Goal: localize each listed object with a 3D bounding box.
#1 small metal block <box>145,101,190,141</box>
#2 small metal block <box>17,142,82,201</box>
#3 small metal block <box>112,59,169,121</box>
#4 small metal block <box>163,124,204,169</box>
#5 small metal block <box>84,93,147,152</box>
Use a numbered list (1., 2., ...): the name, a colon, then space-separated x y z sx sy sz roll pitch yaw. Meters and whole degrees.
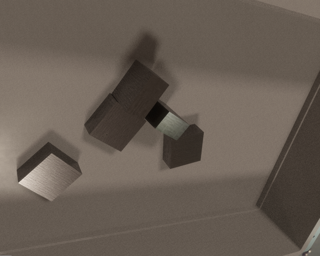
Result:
1. small metal block: 0.001 -0.015 0.378 0.025 0.050 0.050 -51 144 7
2. small metal block: -0.132 0.053 0.370 0.050 0.025 0.050 -42 130 0
3. small metal block: -0.024 -0.044 0.354 0.025 0.050 0.050 30 102 -38
4. small metal block: 0.033 0.026 0.444 0.050 0.025 0.050 -12 124 -22
5. small metal block: -0.054 -0.006 0.377 0.050 0.025 0.050 34 99 -39
